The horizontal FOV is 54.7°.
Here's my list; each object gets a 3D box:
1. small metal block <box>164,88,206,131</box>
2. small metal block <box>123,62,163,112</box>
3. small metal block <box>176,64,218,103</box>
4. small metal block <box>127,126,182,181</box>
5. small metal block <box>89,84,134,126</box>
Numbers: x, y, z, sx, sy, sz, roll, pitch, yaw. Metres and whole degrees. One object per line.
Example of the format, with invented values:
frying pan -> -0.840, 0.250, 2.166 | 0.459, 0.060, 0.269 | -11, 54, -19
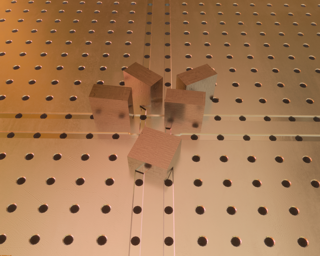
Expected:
small metal block -> 0.032, -0.024, 0.412 | 0.050, 0.050, 0.025 | 6, 51, 4
small metal block -> -0.023, -0.058, 0.440 | 0.050, 0.050, 0.025 | 33, 57, 24
small metal block -> 0.051, -0.057, 0.440 | 0.050, 0.050, 0.025 | -23, 54, -19
small metal block -> -0.006, 0.031, 0.382 | 0.050, 0.025, 0.050 | 18, 52, 14
small metal block -> -0.064, -0.030, 0.416 | 0.050, 0.050, 0.025 | 6, 51, 5
